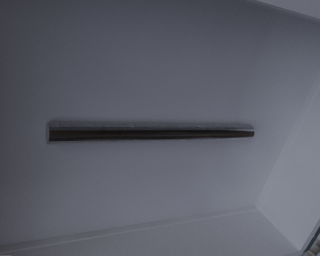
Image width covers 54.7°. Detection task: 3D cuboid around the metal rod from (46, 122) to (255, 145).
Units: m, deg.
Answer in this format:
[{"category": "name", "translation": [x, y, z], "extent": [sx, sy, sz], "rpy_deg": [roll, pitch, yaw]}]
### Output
[{"category": "metal rod", "translation": [0.008, 0.006, 0.416], "extent": [0.303, 0.025, 0.025], "rpy_deg": [0, 118, -29]}]
